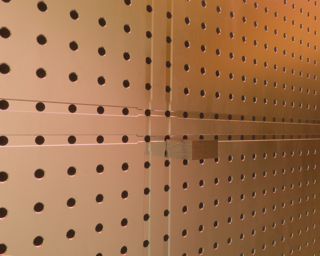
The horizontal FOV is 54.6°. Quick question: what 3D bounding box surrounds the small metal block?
[{"bbox_3d":[0.044,0.028,0.429,0.050,0.050,0.025,0,90,-40],"label":"small metal block"}]
